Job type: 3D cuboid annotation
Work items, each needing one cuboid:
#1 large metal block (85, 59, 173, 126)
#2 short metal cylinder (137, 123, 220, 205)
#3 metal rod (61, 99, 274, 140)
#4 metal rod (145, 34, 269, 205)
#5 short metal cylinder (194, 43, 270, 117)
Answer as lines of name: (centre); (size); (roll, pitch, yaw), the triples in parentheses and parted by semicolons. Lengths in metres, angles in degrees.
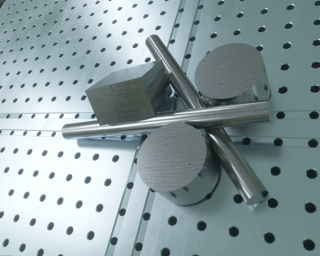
large metal block: (-0.038, -0.048, 0.414); (0.080, 0.050, 0.080); (-10, 23, 23)
short metal cylinder: (0.021, 0.041, 0.351); (0.080, 0.050, 0.080); (-13, 56, 21)
metal rod: (-0.014, -0.006, 0.393); (0.300, 0.025, 0.025); (-5, 59, 32)
metal rod: (0.043, -0.034, 0.402); (0.025, 0.025, 0.300); (-33, 51, 7)
short metal cylinder: (0.088, -0.055, 0.376); (0.080, 0.050, 0.080); (-13, 56, 21)
